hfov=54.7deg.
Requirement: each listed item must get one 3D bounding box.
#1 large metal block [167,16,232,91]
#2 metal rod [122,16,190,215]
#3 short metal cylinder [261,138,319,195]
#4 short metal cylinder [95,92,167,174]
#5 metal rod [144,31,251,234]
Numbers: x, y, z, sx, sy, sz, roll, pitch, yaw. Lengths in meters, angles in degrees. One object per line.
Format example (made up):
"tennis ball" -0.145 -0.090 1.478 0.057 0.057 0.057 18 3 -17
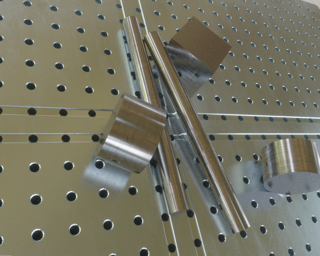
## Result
"large metal block" 0.057 -0.119 0.495 0.080 0.050 0.080 38 51 -3
"metal rod" -0.011 -0.034 0.422 0.025 0.025 0.299 0 62 -29
"short metal cylinder" 0.186 0.056 0.439 0.081 0.080 0.050 17 55 -19
"short metal cylinder" -0.034 0.006 0.351 0.050 0.080 0.080 25 53 -14
"metal rod" 0.044 -0.006 0.426 0.025 0.025 0.299 -12 71 -33
